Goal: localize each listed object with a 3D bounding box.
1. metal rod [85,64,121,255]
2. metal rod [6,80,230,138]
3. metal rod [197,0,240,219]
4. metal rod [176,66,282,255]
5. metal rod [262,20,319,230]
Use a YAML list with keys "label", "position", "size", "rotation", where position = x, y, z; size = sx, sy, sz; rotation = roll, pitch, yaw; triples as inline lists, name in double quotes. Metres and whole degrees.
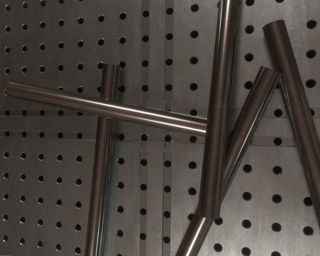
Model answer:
- label: "metal rod"
  position: [-0.083, 0.061, 0.440]
  size: [0.025, 0.025, 0.298]
  rotation: [7, 92, 19]
- label: "metal rod"
  position: [-0.062, -0.024, 0.408]
  size: [0.301, 0.025, 0.025]
  rotation: [12, 94, 10]
- label: "metal rod"
  position: [0.072, -0.048, 0.365]
  size: [0.025, 0.025, 0.298]
  rotation: [5, 84, 19]
- label: "metal rod"
  position: [0.071, 0.071, 0.378]
  size: [0.025, 0.025, 0.298]
  rotation: [25, 101, 18]
- label: "metal rod"
  position: [0.169, 0.023, 0.352]
  size: [0.025, 0.025, 0.298]
  rotation: [-16, 85, 19]
